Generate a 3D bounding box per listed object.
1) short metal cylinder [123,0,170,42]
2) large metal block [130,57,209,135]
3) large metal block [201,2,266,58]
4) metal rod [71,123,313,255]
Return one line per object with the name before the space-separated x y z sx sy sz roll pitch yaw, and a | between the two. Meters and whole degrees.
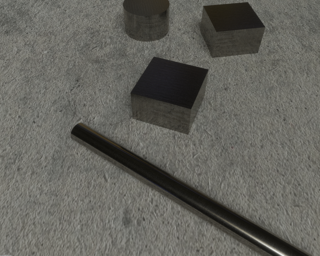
short metal cylinder | -0.024 -0.199 0.554 0.081 0.050 0.080 0 50 0
large metal block | 0.015 -0.046 0.426 0.080 0.050 0.080 16 52 13
large metal block | 0.121 -0.169 0.530 0.081 0.050 0.080 -7 51 -6
metal rod | 0.019 0.069 0.345 0.300 0.025 0.025 28 55 21
